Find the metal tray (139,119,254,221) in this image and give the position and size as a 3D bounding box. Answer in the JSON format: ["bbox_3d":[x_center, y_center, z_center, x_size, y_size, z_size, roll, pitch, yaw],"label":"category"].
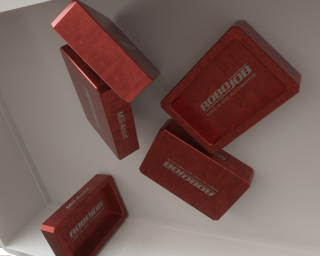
[{"bbox_3d":[0.045,0.058,0.416,0.130,0.030,0.089,32,128,6],"label":"metal tray"}]

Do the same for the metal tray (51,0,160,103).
[{"bbox_3d":[-0.044,-0.075,0.314,0.030,0.130,0.090,-43,97,11],"label":"metal tray"}]

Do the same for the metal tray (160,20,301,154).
[{"bbox_3d":[0.072,-0.039,0.342,0.090,0.030,0.129,43,129,-3],"label":"metal tray"}]

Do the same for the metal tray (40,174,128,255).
[{"bbox_3d":[-0.112,0.145,0.486,0.030,0.131,0.089,-2,118,34],"label":"metal tray"}]

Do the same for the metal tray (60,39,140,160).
[{"bbox_3d":[-0.068,-0.030,0.368,0.090,0.030,0.129,46,158,31],"label":"metal tray"}]
